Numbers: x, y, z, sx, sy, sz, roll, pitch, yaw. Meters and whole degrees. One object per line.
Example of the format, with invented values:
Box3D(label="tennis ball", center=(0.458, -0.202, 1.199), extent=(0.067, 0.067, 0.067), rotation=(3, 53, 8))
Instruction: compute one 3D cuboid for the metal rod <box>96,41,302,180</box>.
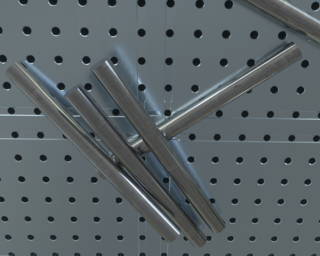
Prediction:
Box3D(label="metal rod", center=(0.042, -0.017, 0.407), extent=(0.300, 0.025, 0.025), rotation=(-32, 107, 10))

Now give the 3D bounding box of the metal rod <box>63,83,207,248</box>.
Box3D(label="metal rod", center=(-0.019, 0.066, 0.414), extent=(0.025, 0.025, 0.300), rotation=(-31, 116, 10))

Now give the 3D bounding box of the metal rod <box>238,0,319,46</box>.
Box3D(label="metal rod", center=(0.113, -0.151, 0.359), extent=(0.301, 0.025, 0.025), rotation=(25, 108, -9))

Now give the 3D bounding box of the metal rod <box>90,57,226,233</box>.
Box3D(label="metal rod", center=(0.011, 0.039, 0.404), extent=(0.025, 0.025, 0.299), rotation=(-30, 117, 10))

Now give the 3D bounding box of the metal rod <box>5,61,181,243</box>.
Box3D(label="metal rod", center=(-0.081, 0.036, 0.402), extent=(0.025, 0.025, 0.300), rotation=(-41, 97, 13))
